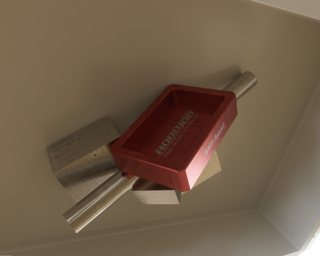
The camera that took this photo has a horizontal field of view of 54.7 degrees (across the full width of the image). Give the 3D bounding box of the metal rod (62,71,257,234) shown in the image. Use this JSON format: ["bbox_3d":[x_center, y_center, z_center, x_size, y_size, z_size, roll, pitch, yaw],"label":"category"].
[{"bbox_3d":[0.017,0.015,0.379,0.302,0.025,0.025,-38,131,-23],"label":"metal rod"}]

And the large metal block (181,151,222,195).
[{"bbox_3d":[0.032,0.040,0.435,0.080,0.050,0.080,-30,129,-10],"label":"large metal block"}]

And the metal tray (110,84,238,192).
[{"bbox_3d":[0.020,0.002,0.344,0.131,0.090,0.030,-50,139,-36],"label":"metal tray"}]

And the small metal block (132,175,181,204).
[{"bbox_3d":[0.000,0.062,0.368,0.050,0.050,0.025,-5,129,17],"label":"small metal block"}]

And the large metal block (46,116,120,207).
[{"bbox_3d":[-0.077,0.046,0.375,0.080,0.050,0.080,-30,129,-10],"label":"large metal block"}]
